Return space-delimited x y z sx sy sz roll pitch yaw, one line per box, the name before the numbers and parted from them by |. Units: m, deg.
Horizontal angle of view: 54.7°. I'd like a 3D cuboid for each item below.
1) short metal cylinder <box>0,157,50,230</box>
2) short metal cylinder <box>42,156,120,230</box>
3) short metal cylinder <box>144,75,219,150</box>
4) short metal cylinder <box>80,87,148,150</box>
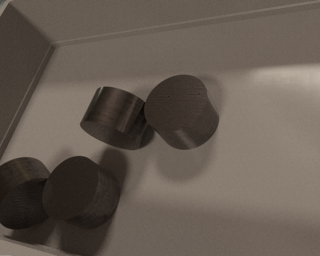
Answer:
short metal cylinder | -0.179 0.086 0.410 0.080 0.080 0.050 -49 51 -6
short metal cylinder | -0.098 0.082 0.389 0.080 0.050 0.080 -13 57 20
short metal cylinder | 0.028 -0.019 0.386 0.080 0.050 0.080 -13 56 20
short metal cylinder | -0.056 -0.011 0.405 0.080 0.080 0.050 8 66 31
